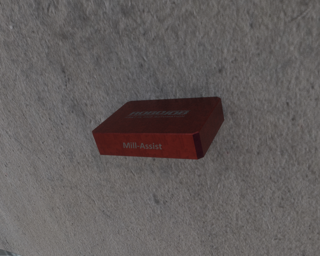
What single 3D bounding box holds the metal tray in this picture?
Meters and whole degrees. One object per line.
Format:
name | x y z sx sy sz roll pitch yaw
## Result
metal tray | -0.001 -0.003 0.362 0.130 0.090 0.030 0 118 28
